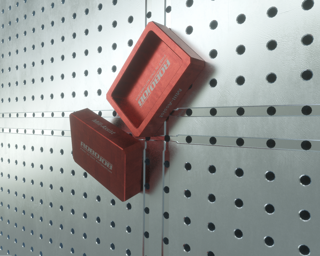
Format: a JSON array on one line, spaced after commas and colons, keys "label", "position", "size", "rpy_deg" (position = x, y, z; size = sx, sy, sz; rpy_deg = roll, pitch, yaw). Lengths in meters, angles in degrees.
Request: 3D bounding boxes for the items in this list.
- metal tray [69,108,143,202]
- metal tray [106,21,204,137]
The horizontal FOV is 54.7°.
[{"label": "metal tray", "position": [-0.081, 0.036, 0.451], "size": [0.130, 0.030, 0.089], "rpy_deg": [30, 129, 35]}, {"label": "metal tray", "position": [-0.012, -0.062, 0.413], "size": [0.090, 0.030, 0.129], "rpy_deg": [50, 119, 27]}]
